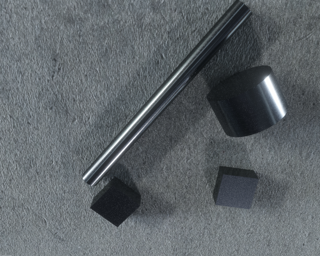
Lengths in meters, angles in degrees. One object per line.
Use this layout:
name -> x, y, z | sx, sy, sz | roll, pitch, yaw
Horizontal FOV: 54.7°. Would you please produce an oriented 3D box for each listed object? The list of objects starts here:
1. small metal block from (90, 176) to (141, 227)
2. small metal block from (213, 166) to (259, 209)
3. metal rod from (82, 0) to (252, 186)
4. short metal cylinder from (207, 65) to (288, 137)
small metal block -> -0.063, 0.107, 0.448 | 0.050, 0.025, 0.050 | 40, 105, -14
small metal block -> 0.107, 0.085, 0.443 | 0.050, 0.025, 0.050 | 8, 110, -4
metal rod -> 0.000, -0.034, 0.397 | 0.025, 0.025, 0.299 | 39, 105, -14
short metal cylinder -> 0.103, -0.032, 0.370 | 0.080, 0.080, 0.050 | -28, 108, 9
